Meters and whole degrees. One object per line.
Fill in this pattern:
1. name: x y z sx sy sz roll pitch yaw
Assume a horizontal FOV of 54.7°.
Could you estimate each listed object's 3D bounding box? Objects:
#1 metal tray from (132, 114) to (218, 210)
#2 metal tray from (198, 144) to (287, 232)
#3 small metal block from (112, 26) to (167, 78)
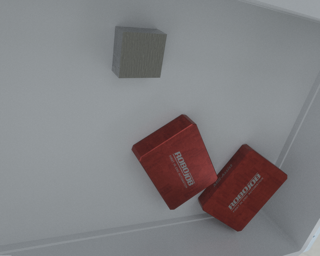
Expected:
1. metal tray: 0.026 0.054 0.455 0.090 0.030 0.130 -33 129 -7
2. metal tray: 0.140 0.103 0.528 0.090 0.030 0.130 35 99 -17
3. small metal block: -0.024 -0.084 0.345 0.050 0.025 0.050 -5 121 -26
